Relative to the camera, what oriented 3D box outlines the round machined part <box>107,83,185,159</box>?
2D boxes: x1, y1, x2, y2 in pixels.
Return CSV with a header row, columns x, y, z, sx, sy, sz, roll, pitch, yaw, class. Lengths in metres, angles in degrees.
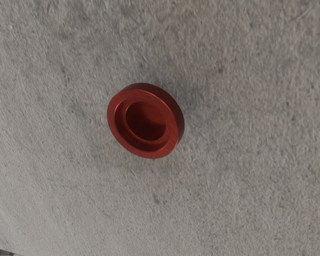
x,y,z,sx,sy,sz,roll,pitch,yaw,class
-0.014,-0.012,0.394,0.098,0.042,0.097,13,124,20,round machined part
